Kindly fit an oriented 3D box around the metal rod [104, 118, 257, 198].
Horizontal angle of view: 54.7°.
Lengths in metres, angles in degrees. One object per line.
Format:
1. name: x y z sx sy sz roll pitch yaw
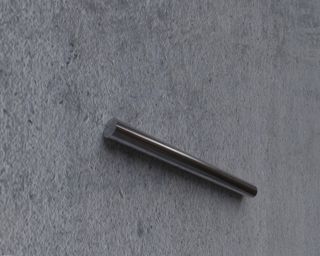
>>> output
1. metal rod: 0.050 0.055 0.446 0.301 0.025 0.025 27 73 -37
